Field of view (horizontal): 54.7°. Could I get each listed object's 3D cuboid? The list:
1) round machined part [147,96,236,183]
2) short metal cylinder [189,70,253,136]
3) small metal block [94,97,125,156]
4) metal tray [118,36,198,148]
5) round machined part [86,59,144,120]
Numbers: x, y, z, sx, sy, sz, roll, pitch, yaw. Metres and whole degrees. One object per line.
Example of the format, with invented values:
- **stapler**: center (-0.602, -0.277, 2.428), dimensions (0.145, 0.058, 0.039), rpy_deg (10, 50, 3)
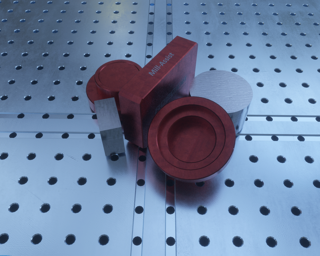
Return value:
- **round machined part**: center (0.038, 0.016, 0.364), dimensions (0.098, 0.042, 0.098), rpy_deg (-3, 71, 10)
- **short metal cylinder**: center (0.078, -0.032, 0.414), dimensions (0.081, 0.050, 0.080), rpy_deg (0, 50, 0)
- **small metal block**: center (-0.063, -0.001, 0.386), dimensions (0.025, 0.050, 0.050), rpy_deg (-12, 51, -10)
- **metal tray**: center (0.002, -0.047, 0.400), dimensions (0.030, 0.089, 0.130), rpy_deg (26, 55, 20)
- **round machined part**: center (-0.056, -0.061, 0.441), dimensions (0.099, 0.042, 0.098), rpy_deg (0, 50, 0)
